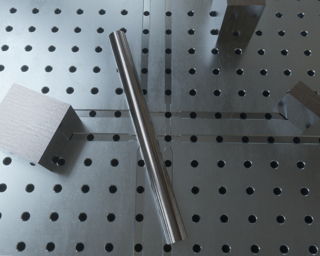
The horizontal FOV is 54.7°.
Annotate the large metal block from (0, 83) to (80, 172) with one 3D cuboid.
[{"bbox_3d":[-0.163,0.000,0.396,0.080,0.050,0.080,21,71,7],"label":"large metal block"}]

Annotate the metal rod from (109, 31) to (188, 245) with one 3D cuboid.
[{"bbox_3d":[-0.022,-0.002,0.412,0.025,0.025,0.299,-15,71,-6],"label":"metal rod"}]

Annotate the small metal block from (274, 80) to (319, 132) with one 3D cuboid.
[{"bbox_3d":[0.188,-0.028,0.411,0.025,0.050,0.050,-42,76,-14],"label":"small metal block"}]

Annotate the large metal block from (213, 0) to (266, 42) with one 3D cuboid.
[{"bbox_3d":[0.112,-0.182,0.451,0.050,0.080,0.080,0,70,-1],"label":"large metal block"}]
